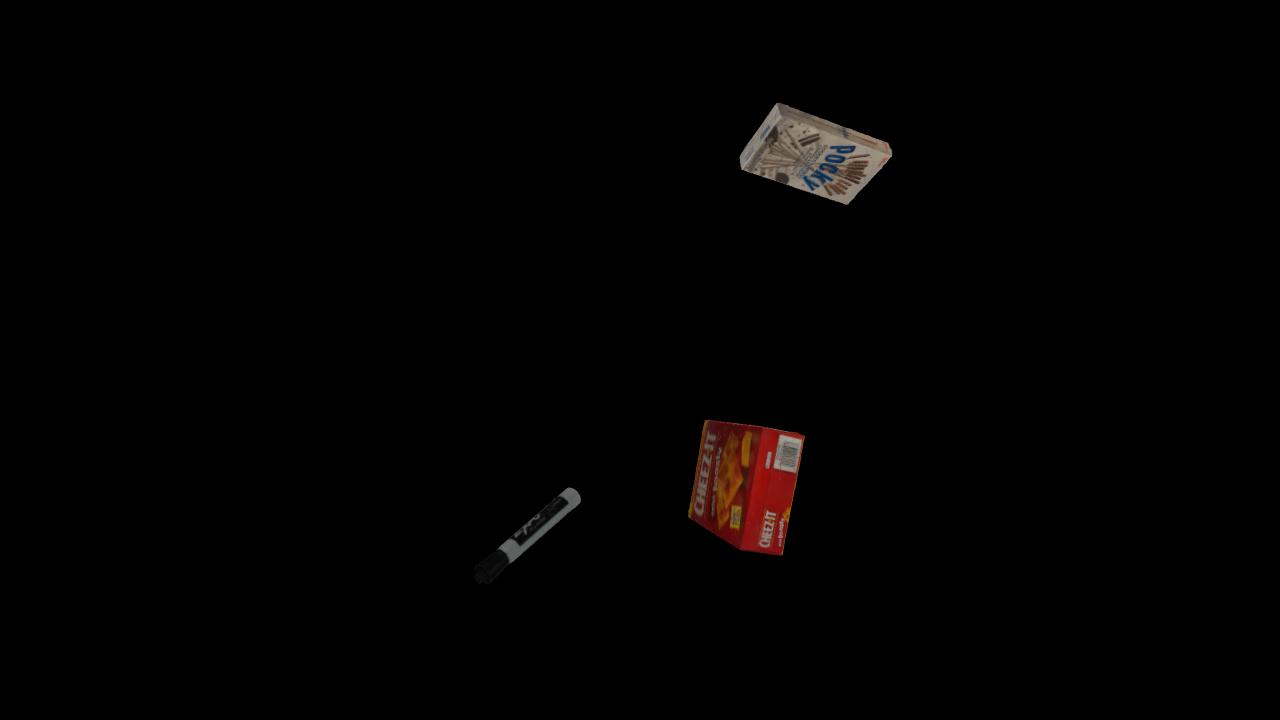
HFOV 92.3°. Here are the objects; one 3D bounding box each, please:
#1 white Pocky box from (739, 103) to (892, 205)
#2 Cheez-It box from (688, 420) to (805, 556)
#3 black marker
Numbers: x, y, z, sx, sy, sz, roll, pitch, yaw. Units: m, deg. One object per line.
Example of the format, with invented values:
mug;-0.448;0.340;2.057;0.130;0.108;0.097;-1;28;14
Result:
white Pocky box;0.201;-0.235;0.709;0.154;0.028;0.084;11;-34;-20
Cheez-It box;0.148;0.178;0.912;0.071;0.166;0.223;13;-6;-13
black marker;-0.096;0.151;0.534;0.020;0.020;0.121;0;23;37
